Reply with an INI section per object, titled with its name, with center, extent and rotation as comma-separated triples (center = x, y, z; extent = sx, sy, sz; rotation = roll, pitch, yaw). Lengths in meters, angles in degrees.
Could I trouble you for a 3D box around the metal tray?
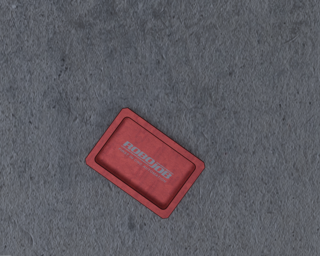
[metal tray]
center = -0.019, 0.045, 0.408
extent = 0.130, 0.030, 0.090
rotation = 36, 90, -1
